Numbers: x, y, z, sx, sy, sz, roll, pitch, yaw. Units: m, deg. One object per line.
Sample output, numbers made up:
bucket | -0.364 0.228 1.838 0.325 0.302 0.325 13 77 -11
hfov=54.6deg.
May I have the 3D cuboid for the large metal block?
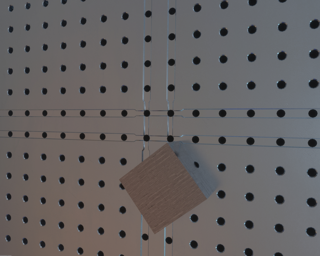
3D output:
large metal block | 0.010 0.073 0.396 0.080 0.050 0.080 -39 78 16
